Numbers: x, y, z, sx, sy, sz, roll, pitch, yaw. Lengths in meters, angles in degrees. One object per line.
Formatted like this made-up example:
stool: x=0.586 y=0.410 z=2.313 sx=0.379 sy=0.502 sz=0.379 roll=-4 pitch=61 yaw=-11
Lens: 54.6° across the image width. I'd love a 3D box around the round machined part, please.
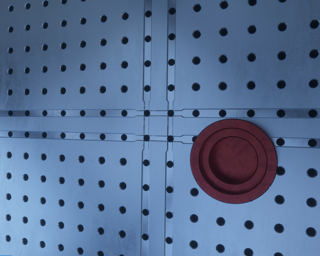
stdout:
round machined part: x=0.089 y=0.038 z=0.372 sx=0.098 sy=0.042 sz=0.097 roll=0 pitch=90 yaw=20
